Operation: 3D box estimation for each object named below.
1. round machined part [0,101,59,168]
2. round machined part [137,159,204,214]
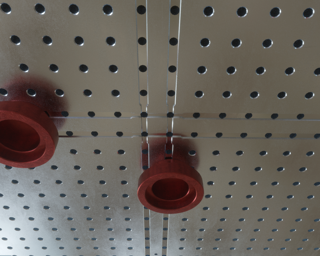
[{"bbox_3d":[-0.182,0.004,0.402,0.099,0.042,0.097,0,130,0],"label":"round machined part"},{"bbox_3d":[0.016,0.085,0.473,0.099,0.042,0.097,0,130,0],"label":"round machined part"}]
